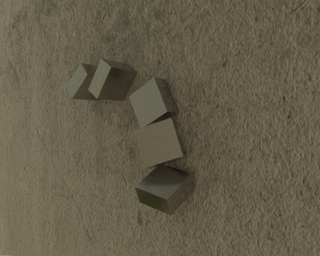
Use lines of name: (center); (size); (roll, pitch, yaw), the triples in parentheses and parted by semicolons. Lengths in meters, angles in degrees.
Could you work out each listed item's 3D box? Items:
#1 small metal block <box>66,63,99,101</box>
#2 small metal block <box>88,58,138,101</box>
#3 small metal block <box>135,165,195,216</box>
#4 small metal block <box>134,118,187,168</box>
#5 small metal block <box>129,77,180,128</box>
small metal block: (-0.108, -0.070, 0.478); (0.050, 0.050, 0.025); (-48, 62, 29)
small metal block: (-0.067, -0.068, 0.444); (0.025, 0.050, 0.050); (43, 116, 31)
small metal block: (0.007, 0.074, 0.379); (0.050, 0.050, 0.025); (12, 127, 39)
small metal block: (0.001, 0.020, 0.392); (0.050, 0.025, 0.050); (-19, 77, 10)
small metal block: (-0.008, -0.032, 0.412); (0.050, 0.025, 0.050); (-32, 70, 35)
